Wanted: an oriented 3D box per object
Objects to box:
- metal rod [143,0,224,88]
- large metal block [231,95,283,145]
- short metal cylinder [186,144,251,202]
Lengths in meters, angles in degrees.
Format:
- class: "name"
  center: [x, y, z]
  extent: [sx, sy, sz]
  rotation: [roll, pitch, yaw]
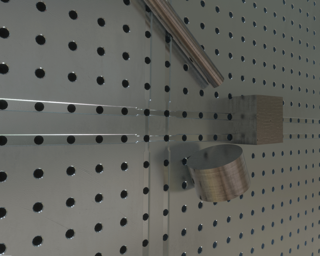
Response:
- class: "metal rod"
  center: [-0.002, -0.162, 0.406]
  extent: [0.300, 0.025, 0.025]
  rotation: [45, 63, -31]
- class: "large metal block"
  center: [0.167, -0.014, 0.533]
  extent: [0.081, 0.050, 0.080]
  rotation: [-1, 91, -40]
- class: "short metal cylinder"
  center: [0.084, 0.062, 0.443]
  extent: [0.081, 0.080, 0.050]
  rotation: [-29, 108, -36]
